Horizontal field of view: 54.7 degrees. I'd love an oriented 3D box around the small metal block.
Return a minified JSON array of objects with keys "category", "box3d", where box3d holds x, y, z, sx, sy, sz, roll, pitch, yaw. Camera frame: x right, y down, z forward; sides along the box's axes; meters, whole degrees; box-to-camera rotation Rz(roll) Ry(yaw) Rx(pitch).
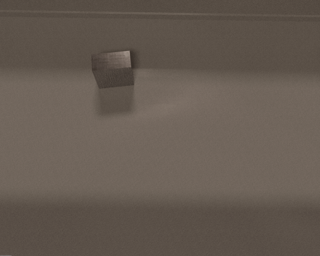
[{"category":"small metal block","box3d":[-0.063,-0.079,0.424,0.050,0.050,0.025,-6,70,-3]}]
